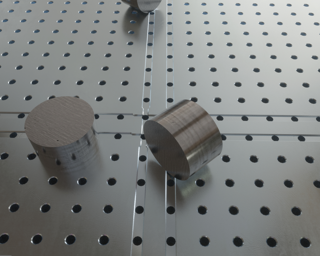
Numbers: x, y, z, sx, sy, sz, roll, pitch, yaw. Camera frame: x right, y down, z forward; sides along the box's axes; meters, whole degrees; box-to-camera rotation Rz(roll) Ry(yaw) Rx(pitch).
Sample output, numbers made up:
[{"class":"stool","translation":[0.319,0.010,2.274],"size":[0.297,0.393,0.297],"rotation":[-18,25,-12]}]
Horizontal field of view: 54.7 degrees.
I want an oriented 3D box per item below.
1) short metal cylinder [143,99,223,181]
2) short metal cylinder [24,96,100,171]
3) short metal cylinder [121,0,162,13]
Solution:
[{"class":"short metal cylinder","translation":[0.025,0.014,0.360],"size":[0.050,0.080,0.080],"rotation":[-33,58,-24]},{"class":"short metal cylinder","translation":[-0.118,0.006,0.385],"size":[0.081,0.050,0.080],"rotation":[0,50,0]},{"class":"short metal cylinder","translation":[-0.035,-0.271,0.599],"size":[0.050,0.080,0.080],"rotation":[34,58,25]}]
